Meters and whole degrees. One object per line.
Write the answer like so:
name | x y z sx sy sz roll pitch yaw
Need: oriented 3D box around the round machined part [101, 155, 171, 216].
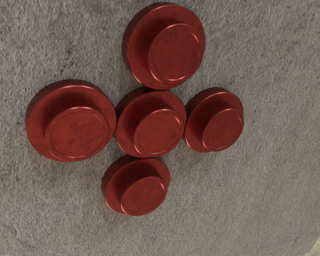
round machined part | -0.029 0.084 0.435 0.099 0.042 0.097 -14 125 -21

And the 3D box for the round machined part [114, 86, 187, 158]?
round machined part | -0.009 -0.002 0.393 0.099 0.042 0.097 -14 125 -21

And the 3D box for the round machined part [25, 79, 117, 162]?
round machined part | -0.095 -0.001 0.345 0.099 0.042 0.097 -14 125 -21

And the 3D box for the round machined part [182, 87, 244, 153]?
round machined part | 0.079 -0.005 0.439 0.099 0.042 0.097 -14 125 -21

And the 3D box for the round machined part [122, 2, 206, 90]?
round machined part | 0.010 -0.088 0.350 0.099 0.042 0.097 -14 125 -21
